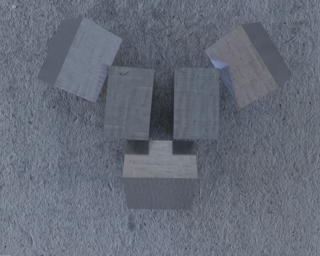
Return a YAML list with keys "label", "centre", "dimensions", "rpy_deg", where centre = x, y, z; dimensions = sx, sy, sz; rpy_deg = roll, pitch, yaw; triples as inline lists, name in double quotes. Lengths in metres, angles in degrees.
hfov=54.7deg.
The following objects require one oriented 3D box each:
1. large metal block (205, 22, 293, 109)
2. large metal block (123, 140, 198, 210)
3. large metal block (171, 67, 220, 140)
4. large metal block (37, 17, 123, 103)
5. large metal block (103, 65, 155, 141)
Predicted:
- label: "large metal block"
  centre: [0.111, -0.079, 0.379]
  dimensions: [0.050, 0.080, 0.080]
  rpy_deg: [-31, 90, 37]
- label: "large metal block"
  centre: [0.000, 0.059, 0.378]
  dimensions: [0.081, 0.080, 0.050]
  rpy_deg: [1, 51, 0]
- label: "large metal block"
  centre: [0.041, -0.028, 0.384]
  dimensions: [0.050, 0.080, 0.079]
  rpy_deg: [1, 90, 0]
- label: "large metal block"
  centre: [-0.099, -0.082, 0.373]
  dimensions: [0.050, 0.080, 0.080]
  rpy_deg: [23, 90, -36]
- label: "large metal block"
  centre: [-0.035, -0.028, 0.383]
  dimensions: [0.050, 0.080, 0.079]
  rpy_deg: [5, 90, 0]
